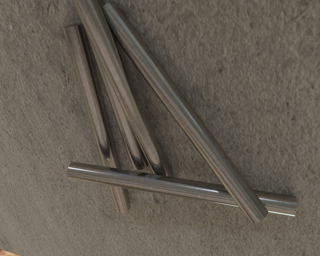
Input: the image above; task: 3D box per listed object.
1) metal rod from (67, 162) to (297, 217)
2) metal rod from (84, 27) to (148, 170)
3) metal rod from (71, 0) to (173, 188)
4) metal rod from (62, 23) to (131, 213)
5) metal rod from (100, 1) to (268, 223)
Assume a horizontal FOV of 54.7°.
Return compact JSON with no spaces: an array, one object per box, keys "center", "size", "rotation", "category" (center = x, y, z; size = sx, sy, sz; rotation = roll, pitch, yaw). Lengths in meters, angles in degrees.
[{"center":[0.019,0.078,0.413],"size":[0.301,0.025,0.025],"rotation":[7,122,13],"category":"metal rod"},{"center":[-0.065,-0.076,0.392],"size":[0.025,0.025,0.298],"rotation":[-2,118,29],"category":"metal rod"},{"center":[-0.040,-0.040,0.381],"size":[0.025,0.025,0.299],"rotation":[-5,123,30],"category":"metal rod"},{"center":[-0.085,0.003,0.451],"size":[0.025,0.025,0.298],"rotation":[4,120,26],"category":"metal rod"},{"center":[0.028,-0.016,0.360],"size":[0.025,0.025,0.299],"rotation":[-35,93,38],"category":"metal rod"}]
